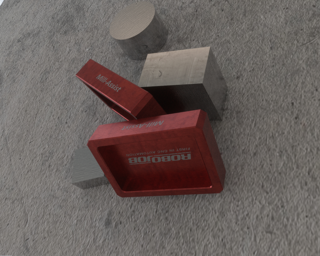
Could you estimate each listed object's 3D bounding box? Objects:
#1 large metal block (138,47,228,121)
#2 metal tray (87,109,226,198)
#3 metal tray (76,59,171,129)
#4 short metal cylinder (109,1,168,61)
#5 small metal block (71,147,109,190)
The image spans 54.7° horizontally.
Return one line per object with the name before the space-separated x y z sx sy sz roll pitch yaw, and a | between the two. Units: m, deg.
large metal block | 0.031 -0.050 0.383 0.080 0.080 0.050 0 62 28
metal tray | -0.003 0.033 0.340 0.130 0.090 0.030 -8 34 24
metal tray | -0.043 -0.033 0.404 0.130 0.090 0.030 34 81 38
short metal cylinder | -0.034 -0.157 0.502 0.080 0.050 0.080 -13 56 21
small metal block | -0.089 0.051 0.419 0.050 0.025 0.050 -15 56 19
